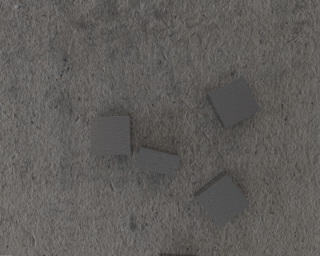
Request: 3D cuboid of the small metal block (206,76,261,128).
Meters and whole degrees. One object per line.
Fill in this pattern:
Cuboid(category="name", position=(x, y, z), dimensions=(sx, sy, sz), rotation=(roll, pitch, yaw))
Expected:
Cuboid(category="small metal block", position=(0.096, -0.033, 0.411), dimensions=(0.050, 0.025, 0.050), rotation=(-27, 90, 0))

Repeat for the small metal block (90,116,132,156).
Cuboid(category="small metal block", position=(-0.064, 0.010, 0.409), dimensions=(0.050, 0.025, 0.050), rotation=(-2, 90, 0))

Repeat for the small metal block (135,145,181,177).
Cuboid(category="small metal block", position=(-0.002, 0.041, 0.397), dimensions=(0.050, 0.050, 0.025), rotation=(14, 90, 0))

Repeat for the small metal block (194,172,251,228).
Cuboid(category="small metal block", position=(0.081, 0.094, 0.411), dimensions=(0.050, 0.025, 0.050), rotation=(-38, 90, 0))

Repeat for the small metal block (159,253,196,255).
Cuboid(category="small metal block", position=(0.023, 0.185, 0.398), dimensions=(0.050, 0.050, 0.025), rotation=(3, 90, 0))
